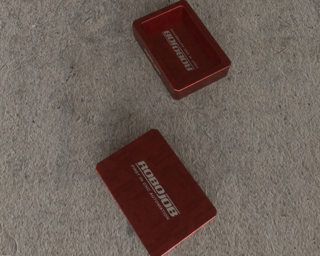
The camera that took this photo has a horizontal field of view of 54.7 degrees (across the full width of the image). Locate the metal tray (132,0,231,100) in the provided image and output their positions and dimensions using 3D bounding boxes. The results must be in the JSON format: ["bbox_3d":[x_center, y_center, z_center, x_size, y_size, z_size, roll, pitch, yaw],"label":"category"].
[{"bbox_3d":[0.029,-0.115,0.447,0.090,0.030,0.130,-27,72,-10],"label":"metal tray"}]

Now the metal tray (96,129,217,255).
[{"bbox_3d":[-0.006,0.077,0.377,0.090,0.030,0.130,-33,73,-11],"label":"metal tray"}]
